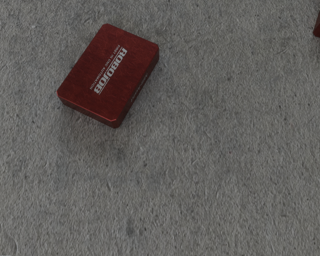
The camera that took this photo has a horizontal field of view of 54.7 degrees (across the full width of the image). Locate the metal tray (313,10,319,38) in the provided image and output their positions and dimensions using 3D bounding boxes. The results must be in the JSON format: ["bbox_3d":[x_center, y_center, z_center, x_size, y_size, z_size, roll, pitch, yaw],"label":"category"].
[{"bbox_3d":[0.310,-0.161,0.466,0.130,0.030,0.090,22,71,7],"label":"metal tray"}]

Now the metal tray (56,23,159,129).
[{"bbox_3d":[-0.069,-0.075,0.432,0.090,0.030,0.130,25,72,9],"label":"metal tray"}]
